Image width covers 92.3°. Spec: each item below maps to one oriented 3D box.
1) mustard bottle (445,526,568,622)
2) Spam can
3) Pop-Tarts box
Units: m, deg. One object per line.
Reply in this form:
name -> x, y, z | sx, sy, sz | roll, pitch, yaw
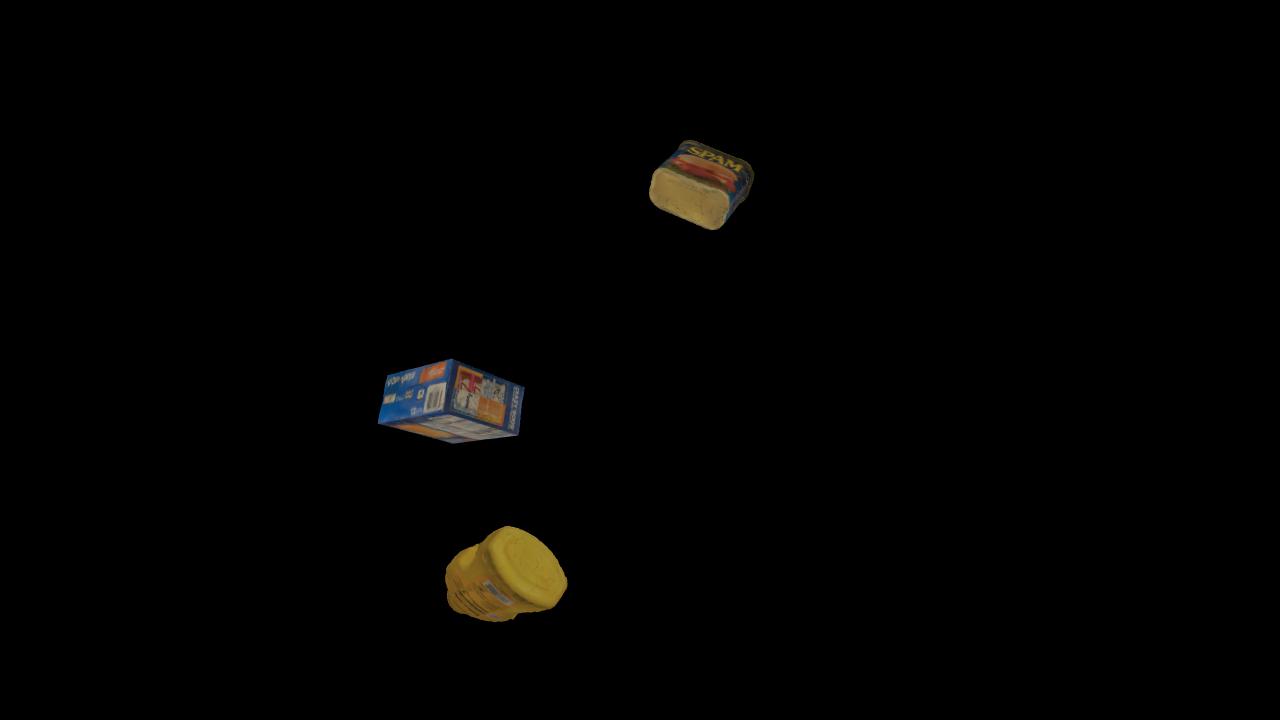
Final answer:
mustard bottle -> -0.155, 0.232, 0.638 | 0.184, 0.092, 0.054 | -37, 16, 43
Spam can -> 0.071, -0.205, 0.723 | 0.101, 0.058, 0.085 | 26, 46, 11
Pop-Tarts box -> -0.288, 0.068, 0.942 | 0.167, 0.083, 0.141 | -11, -26, 37
